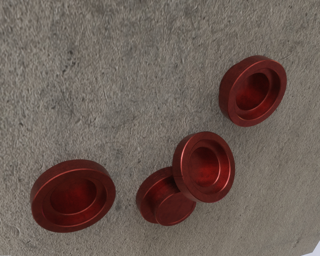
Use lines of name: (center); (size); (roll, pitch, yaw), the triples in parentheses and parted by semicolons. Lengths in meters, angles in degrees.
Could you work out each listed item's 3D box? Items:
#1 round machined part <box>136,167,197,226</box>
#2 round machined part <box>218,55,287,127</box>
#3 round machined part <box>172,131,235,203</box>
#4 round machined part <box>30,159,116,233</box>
round machined part: (0.016, 0.110, 0.473); (0.099, 0.042, 0.097); (-14, 124, -21)
round machined part: (0.122, -0.054, 0.429); (0.099, 0.042, 0.097); (-14, 124, -21)
round machined part: (0.057, 0.056, 0.441); (0.099, 0.042, 0.098); (7, 77, -32)
round machined part: (-0.109, 0.079, 0.385); (0.099, 0.042, 0.097); (-14, 124, -21)
